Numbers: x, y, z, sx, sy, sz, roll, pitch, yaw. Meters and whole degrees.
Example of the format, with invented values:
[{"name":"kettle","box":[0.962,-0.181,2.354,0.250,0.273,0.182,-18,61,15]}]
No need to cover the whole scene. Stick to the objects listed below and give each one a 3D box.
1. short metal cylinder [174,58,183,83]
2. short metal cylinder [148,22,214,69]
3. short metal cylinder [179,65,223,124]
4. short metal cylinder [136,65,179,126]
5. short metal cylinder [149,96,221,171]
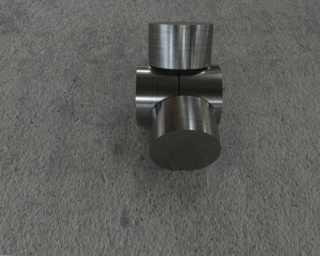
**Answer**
[{"name":"short metal cylinder","box":[0.031,-0.093,0.468,0.081,0.050,0.080,0,50,0]},{"name":"short metal cylinder","box":[0.026,-0.107,0.393,0.081,0.050,0.080,1,22,0]},{"name":"short metal cylinder","box":[0.049,-0.042,0.404,0.050,0.080,0.080,0,50,0]},{"name":"short metal cylinder","box":[-0.003,-0.042,0.405,0.050,0.080,0.080,1,50,0]},{"name":"short metal cylinder","box":[0.028,0.008,0.363,0.081,0.080,0.050,0,50,0]}]
